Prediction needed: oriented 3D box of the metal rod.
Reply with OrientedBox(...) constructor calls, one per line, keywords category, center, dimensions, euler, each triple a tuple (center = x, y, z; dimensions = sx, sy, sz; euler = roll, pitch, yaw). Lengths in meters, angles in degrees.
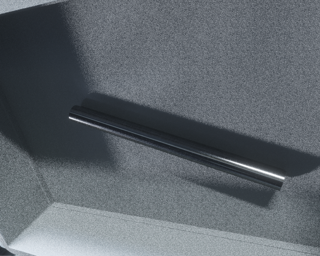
OrientedBox(category="metal rod", center=(0.009, 0.020, 0.415), dimensions=(0.301, 0.025, 0.025), euler=(17, 125, 18))
